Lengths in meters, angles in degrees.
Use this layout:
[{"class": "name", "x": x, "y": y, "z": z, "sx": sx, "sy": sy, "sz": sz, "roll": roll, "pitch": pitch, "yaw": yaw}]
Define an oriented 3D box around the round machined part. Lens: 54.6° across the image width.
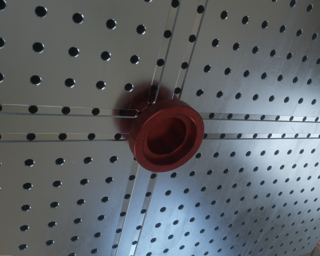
[{"class": "round machined part", "x": 0.005, "y": 0.006, "z": 0.405, "sx": 0.099, "sy": 0.042, "sz": 0.097, "roll": -14, "pitch": 124, "yaw": -21}]
